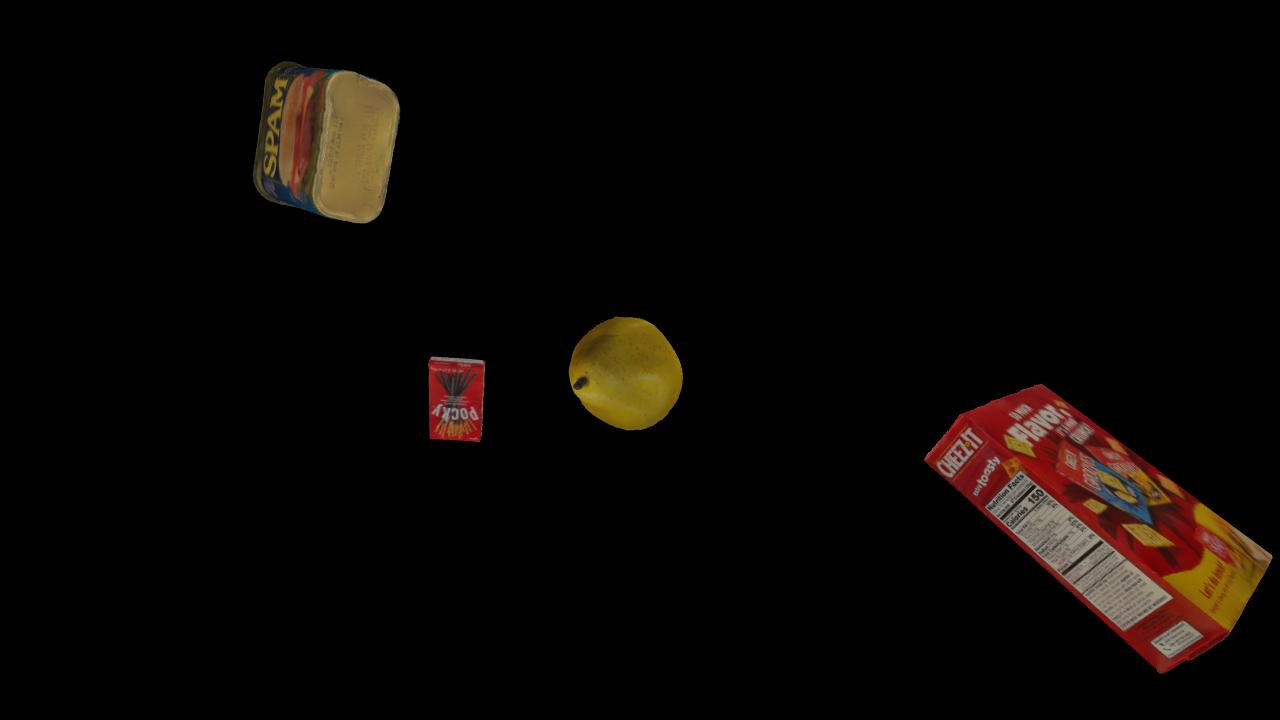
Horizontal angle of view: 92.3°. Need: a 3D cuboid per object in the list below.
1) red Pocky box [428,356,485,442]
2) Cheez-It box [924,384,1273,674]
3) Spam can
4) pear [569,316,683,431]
[{"bbox_3d":[-0.290,0.065,0.973,0.083,0.155,0.028,4,36,-12],"label":"red Pocky box"},{"bbox_3d":[0.391,0.126,0.536,0.166,0.071,0.223,-10,46,-37],"label":"Cheez-It box"},{"bbox_3d":[-0.222,-0.153,0.437,0.085,0.101,0.058,21,13,33],"label":"Spam can"},{"bbox_3d":[-0.022,0.009,0.407,0.080,0.080,0.111,0,-3,32],"label":"pear"}]
